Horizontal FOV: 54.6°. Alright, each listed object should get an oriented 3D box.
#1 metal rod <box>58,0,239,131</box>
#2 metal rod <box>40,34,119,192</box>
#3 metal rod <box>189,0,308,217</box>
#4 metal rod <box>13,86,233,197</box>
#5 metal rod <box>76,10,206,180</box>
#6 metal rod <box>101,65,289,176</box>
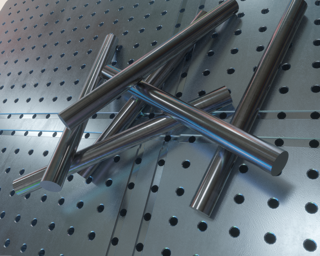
[{"bbox_3d":[-0.002,-0.095,0.415,0.301,0.025,0.025,-39,49,-20],"label":"metal rod"},{"bbox_3d":[-0.105,-0.045,0.453,0.025,0.025,0.300,-11,45,22],"label":"metal rod"},{"bbox_3d":[0.112,-0.037,0.372,0.025,0.025,0.300,18,71,35],"label":"metal rod"},{"bbox_3d":[-0.051,0.019,0.402,0.301,0.025,0.025,-24,53,5],"label":"metal rod"},{"bbox_3d":[-0.019,-0.054,0.452,0.025,0.025,0.300,30,78,38],"label":"metal rod"},{"bbox_3d":[0.013,-0.027,0.374,0.025,0.025,0.300,-51,46,-7],"label":"metal rod"}]
